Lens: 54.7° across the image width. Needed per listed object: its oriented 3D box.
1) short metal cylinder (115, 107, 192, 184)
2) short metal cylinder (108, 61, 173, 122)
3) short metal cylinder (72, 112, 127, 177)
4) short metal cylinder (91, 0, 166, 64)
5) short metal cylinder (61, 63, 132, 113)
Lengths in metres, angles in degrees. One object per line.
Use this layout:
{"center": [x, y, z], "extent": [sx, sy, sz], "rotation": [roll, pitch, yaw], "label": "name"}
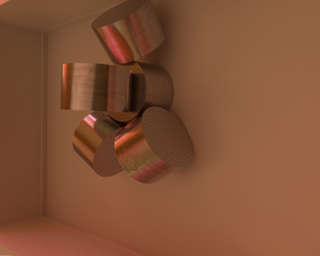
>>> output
{"center": [-0.007, 0.021, 0.375], "extent": [0.050, 0.081, 0.080], "rotation": [-36, 68, 35], "label": "short metal cylinder"}
{"center": [-0.030, -0.048, 0.412], "extent": [0.080, 0.050, 0.080], "rotation": [0, 90, 40], "label": "short metal cylinder"}
{"center": [-0.072, 0.020, 0.428], "extent": [0.050, 0.081, 0.079], "rotation": [36, 112, 34], "label": "short metal cylinder"}
{"center": [-0.039, -0.125, 0.393], "extent": [0.080, 0.080, 0.050], "rotation": [5, 136, 40], "label": "short metal cylinder"}
{"center": [-0.074, -0.045, 0.364], "extent": [0.080, 0.081, 0.050], "rotation": [4, 93, 40], "label": "short metal cylinder"}
